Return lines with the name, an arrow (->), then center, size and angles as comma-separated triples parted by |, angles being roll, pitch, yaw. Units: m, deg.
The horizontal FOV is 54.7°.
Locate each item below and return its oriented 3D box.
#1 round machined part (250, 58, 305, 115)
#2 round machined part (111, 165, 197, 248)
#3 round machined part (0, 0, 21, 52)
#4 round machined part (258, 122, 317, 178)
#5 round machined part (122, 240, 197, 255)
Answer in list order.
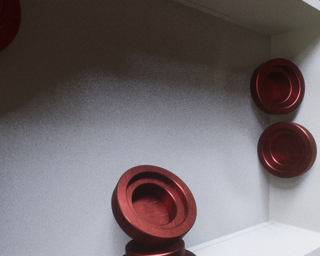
round machined part -> 0.202, -0.071, 0.550 | 0.099, 0.042, 0.097 | 0, 89, -17
round machined part -> -0.010, 0.095, 0.365 | 0.099, 0.042, 0.098 | 18, 38, -14
round machined part -> -0.164, -0.105, 0.254 | 0.099, 0.042, 0.097 | -1, 91, -43
round machined part -> 0.229, 0.038, 0.551 | 0.042, 0.098, 0.097 | 2, 89, -43
round machined part -> -0.004, 0.153, 0.356 | 0.099, 0.098, 0.042 | -3, 89, -40
